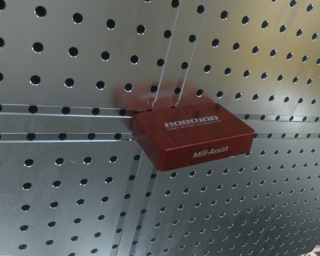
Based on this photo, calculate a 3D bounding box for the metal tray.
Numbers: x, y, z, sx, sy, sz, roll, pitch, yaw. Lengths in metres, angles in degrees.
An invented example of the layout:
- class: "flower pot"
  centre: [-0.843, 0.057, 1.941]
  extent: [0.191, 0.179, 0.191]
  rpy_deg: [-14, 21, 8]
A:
- class: "metal tray"
  centre: [0.040, 0.006, 0.394]
  extent: [0.131, 0.090, 0.030]
  rpy_deg: [-9, 123, -24]
